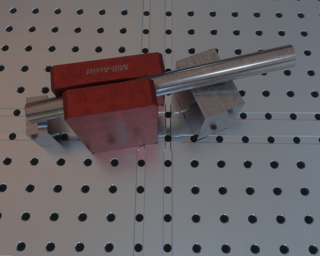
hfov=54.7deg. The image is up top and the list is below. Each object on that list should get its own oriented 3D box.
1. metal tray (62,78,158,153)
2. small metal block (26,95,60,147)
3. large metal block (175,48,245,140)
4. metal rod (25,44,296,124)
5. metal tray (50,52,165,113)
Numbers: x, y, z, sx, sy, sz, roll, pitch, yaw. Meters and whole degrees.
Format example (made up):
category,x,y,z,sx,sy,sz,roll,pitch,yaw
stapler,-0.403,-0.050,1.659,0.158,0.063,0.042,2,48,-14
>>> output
category,x,y,z,sx,sy,sz,roll,pitch,yaw
metal tray,-0.049,-0.008,0.358,0.091,0.130,0.030,-9,71,-4
small metal block,-0.150,-0.008,0.399,0.025,0.050,0.050,-8,70,-3
large metal block,0.058,-0.040,0.397,0.050,0.080,0.080,-21,72,-8
metal rod,-0.004,-0.048,0.349,0.302,0.025,0.025,-12,70,5
metal tray,-0.060,-0.052,0.395,0.131,0.090,0.030,-8,72,-4
